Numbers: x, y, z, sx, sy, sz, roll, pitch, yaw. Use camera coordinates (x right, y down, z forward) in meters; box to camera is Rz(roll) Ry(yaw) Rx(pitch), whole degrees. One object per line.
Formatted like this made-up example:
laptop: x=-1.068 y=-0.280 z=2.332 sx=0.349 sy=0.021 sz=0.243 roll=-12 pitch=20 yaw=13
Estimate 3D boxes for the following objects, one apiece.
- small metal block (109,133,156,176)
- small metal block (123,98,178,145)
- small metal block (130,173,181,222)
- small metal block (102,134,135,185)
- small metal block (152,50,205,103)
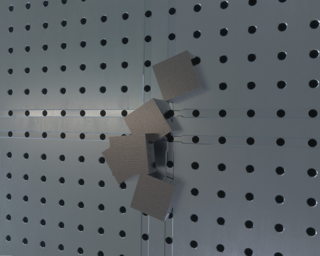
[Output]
small metal block: x=-0.035 y=0.034 z=0.399 sx=0.050 sy=0.025 sz=0.050 roll=-6 pitch=88 yaw=20
small metal block: x=-0.013 y=-0.005 z=0.418 sx=0.050 sy=0.025 sz=0.050 roll=-33 pitch=80 yaw=17
small metal block: x=-0.006 y=0.089 z=0.415 sx=0.050 sy=0.025 sz=0.050 roll=19 pitch=96 yaw=19
small metal block: x=-0.044 y=0.042 z=0.429 sx=0.050 sy=0.025 sz=0.050 roll=-33 pitch=79 yaw=17
small metal block: x=0.024 y=-0.066 z=0.404 sx=0.050 sy=0.025 sz=0.050 roll=-21 pitch=83 yaw=19
